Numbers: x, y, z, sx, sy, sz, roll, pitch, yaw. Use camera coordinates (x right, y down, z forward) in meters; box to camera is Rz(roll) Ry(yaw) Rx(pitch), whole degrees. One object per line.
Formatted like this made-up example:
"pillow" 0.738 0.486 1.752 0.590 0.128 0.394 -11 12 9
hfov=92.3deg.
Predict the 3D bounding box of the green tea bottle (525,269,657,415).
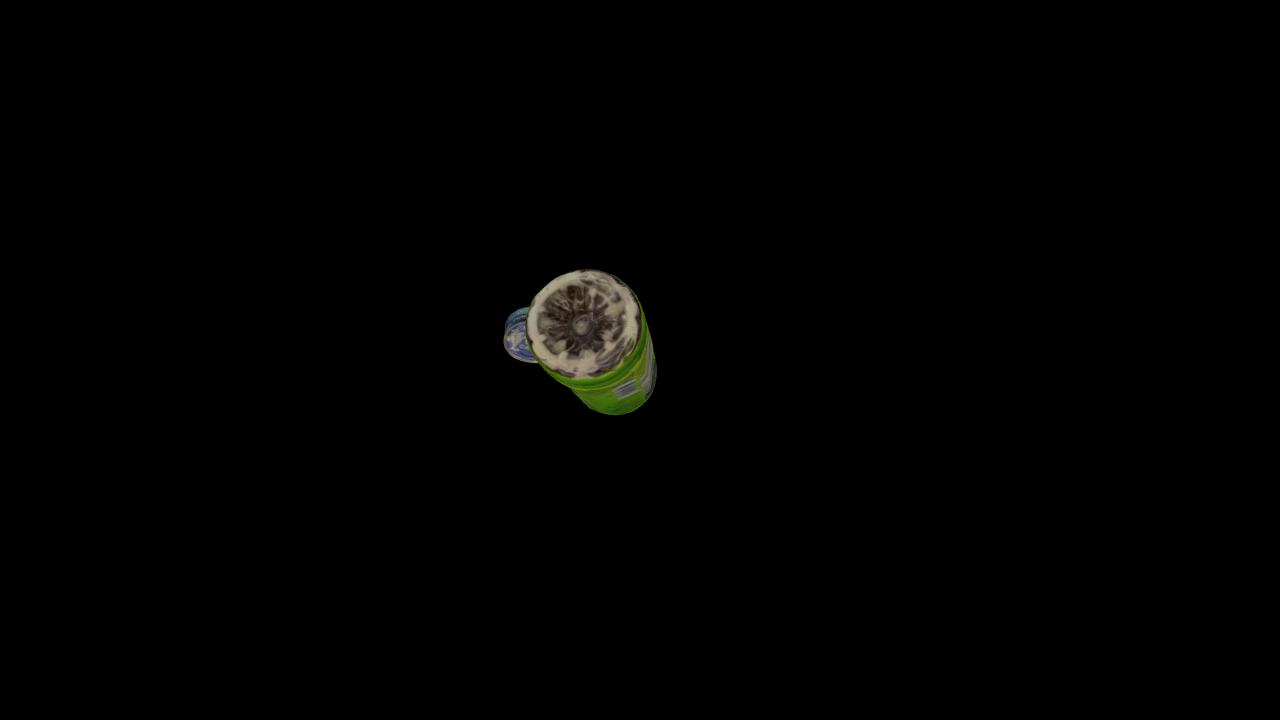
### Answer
"green tea bottle" -0.023 0.002 0.446 0.073 0.073 0.212 0 -15 5

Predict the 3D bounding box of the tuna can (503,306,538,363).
"tuna can" -0.145 -0.035 0.851 0.084 0.034 0.084 -3 -41 -3
